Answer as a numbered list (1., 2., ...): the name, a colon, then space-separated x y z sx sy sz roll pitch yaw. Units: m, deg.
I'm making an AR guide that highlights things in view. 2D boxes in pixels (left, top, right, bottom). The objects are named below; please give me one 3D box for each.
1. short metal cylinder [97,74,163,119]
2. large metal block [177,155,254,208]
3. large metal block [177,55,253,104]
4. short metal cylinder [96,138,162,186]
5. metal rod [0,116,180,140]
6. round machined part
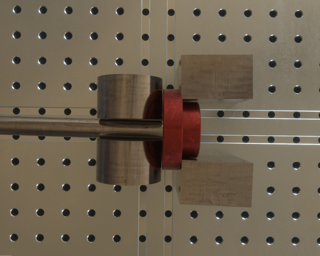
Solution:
1. short metal cylinder: -0.037 -0.036 0.385 0.081 0.080 0.050 1 91 0
2. large metal block: 0.064 0.062 0.387 0.080 0.080 0.050 3 90 0
3. large metal block: 0.064 -0.058 0.387 0.081 0.080 0.050 0 90 0
4. short metal cylinder: -0.038 0.039 0.385 0.081 0.080 0.050 1 91 0
5. metal rod: -0.120 -0.001 0.401 0.302 0.025 0.025 2 90 4
6. round machined part: 0.025 0.002 0.376 0.042 0.098 0.097 1 90 0
